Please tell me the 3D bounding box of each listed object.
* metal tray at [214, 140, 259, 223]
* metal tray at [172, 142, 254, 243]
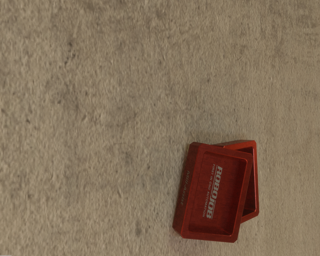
[{"bbox_3d":[0.122,0.088,0.506,0.091,0.030,0.129,-6,94,-40],"label":"metal tray"},{"bbox_3d":[0.076,0.091,0.441,0.091,0.030,0.129,13,87,-20],"label":"metal tray"}]
